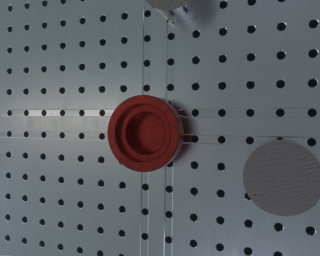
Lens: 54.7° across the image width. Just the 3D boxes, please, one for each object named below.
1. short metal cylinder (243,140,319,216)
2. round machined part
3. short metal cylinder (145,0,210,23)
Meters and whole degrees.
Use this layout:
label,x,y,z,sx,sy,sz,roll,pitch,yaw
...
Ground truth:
label,x,y,z,sx,sy,sz,roll,pitch,yaw
short metal cylinder,0.137,0.053,0.351,0.080,0.050,0.079,0,90,20
round machined part,-0.016,0.007,0.409,0.098,0.042,0.097,0,90,20
short metal cylinder,0.021,-0.180,0.392,0.080,0.050,0.079,0,90,20
